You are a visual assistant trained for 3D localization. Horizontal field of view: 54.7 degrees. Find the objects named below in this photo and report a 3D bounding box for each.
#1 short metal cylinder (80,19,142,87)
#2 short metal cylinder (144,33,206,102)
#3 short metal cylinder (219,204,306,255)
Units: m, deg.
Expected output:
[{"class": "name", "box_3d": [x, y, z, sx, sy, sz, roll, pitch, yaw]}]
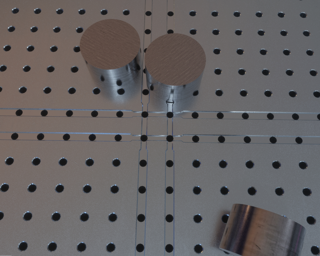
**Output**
[{"class": "short metal cylinder", "box_3d": [-0.066, -0.104, 0.436, 0.081, 0.050, 0.080, 0, 70, 0]}, {"class": "short metal cylinder", "box_3d": [0.020, -0.082, 0.429, 0.081, 0.050, 0.080, 0, 70, 0]}, {"class": "short metal cylinder", "box_3d": [0.111, 0.122, 0.338, 0.080, 0.080, 0.050, 21, 72, 7]}]
